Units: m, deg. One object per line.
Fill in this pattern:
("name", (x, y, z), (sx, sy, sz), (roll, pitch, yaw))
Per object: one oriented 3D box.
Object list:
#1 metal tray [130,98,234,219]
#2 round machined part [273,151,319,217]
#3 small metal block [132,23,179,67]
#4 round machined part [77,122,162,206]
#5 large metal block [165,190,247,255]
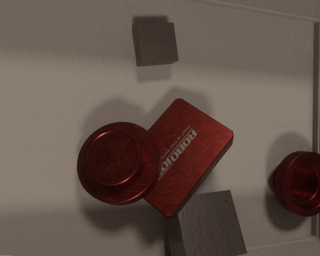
("metal tray", (0.019, 0.035, 0.390), (0.090, 0.030, 0.130), (35, 75, 21))
("round machined part", (0.218, 0.084, 0.484), (0.099, 0.042, 0.097), (0, 90, -20))
("small metal block", (-0.006, -0.110, 0.409), (0.050, 0.025, 0.050), (-9, 93, -20))
("round machined part", (-0.050, 0.037, 0.358), (0.098, 0.042, 0.098), (-3, 67, 8))
("large metal block", (0.055, 0.130, 0.404), (0.081, 0.050, 0.080), (-2, 66, -21))
